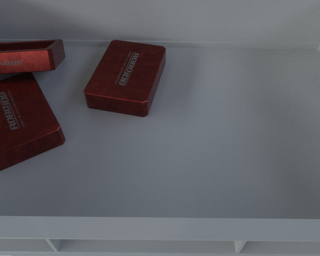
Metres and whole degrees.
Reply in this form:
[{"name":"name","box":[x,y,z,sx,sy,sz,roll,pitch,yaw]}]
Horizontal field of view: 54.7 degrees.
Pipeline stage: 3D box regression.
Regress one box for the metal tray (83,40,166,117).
[{"name":"metal tray","box":[-0.048,-0.079,0.468,0.090,0.030,0.130,10,51,8]}]

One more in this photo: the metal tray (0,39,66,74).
[{"name":"metal tray","box":[-0.218,-0.108,0.466,0.131,0.030,0.090,-4,25,-4]}]

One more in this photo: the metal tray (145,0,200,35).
[{"name":"metal tray","box":[0.029,-0.233,0.600,0.090,0.030,0.130,9,51,7]}]

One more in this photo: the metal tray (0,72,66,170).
[{"name":"metal tray","box":[-0.193,-0.015,0.412,0.091,0.030,0.130,-25,55,-20]}]
